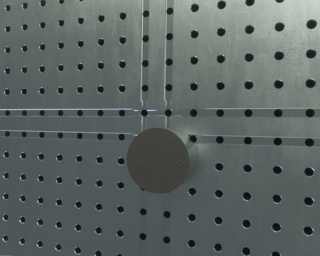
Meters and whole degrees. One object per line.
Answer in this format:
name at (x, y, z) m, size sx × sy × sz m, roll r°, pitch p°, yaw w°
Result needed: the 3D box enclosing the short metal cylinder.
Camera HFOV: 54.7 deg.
short metal cylinder at (0.005, 0.039, 0.397) m, size 0.080 × 0.050 × 0.079 m, roll 0°, pitch 90°, yaw 19°
